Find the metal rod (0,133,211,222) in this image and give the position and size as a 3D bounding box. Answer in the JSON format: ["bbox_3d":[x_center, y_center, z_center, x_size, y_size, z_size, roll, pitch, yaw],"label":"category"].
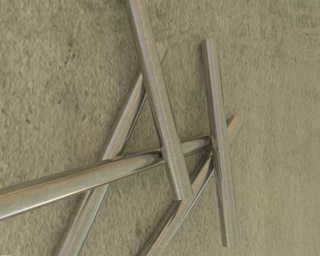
[{"bbox_3d":[-0.031,0.040,0.349,0.302,0.025,0.025,-12,98,-49],"label":"metal rod"}]

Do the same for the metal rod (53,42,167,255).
[{"bbox_3d":[-0.056,0.029,0.359,0.025,0.025,0.299,35,68,-35],"label":"metal rod"}]

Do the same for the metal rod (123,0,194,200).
[{"bbox_3d":[-0.009,-0.064,0.366,0.025,0.025,0.298,-13,88,-40],"label":"metal rod"}]

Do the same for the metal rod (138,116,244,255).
[{"bbox_3d":[0.044,0.092,0.444,0.301,0.025,0.025,-51,121,-28],"label":"metal rod"}]

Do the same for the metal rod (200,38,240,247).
[{"bbox_3d":[0.087,0.017,0.453,0.025,0.025,0.298,0,82,-40],"label":"metal rod"}]
